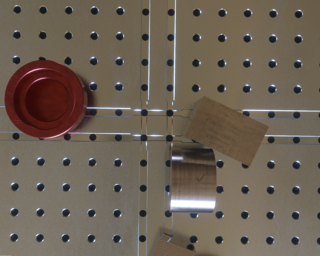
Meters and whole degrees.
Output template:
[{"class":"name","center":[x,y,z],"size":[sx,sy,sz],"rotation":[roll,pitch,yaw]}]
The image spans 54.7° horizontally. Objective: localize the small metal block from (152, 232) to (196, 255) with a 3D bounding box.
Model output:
[{"class":"small metal block","center":[0.014,0.175,0.413],"size":[0.050,0.025,0.050],"rotation":[21,90,0]}]

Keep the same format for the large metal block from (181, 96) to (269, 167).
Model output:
[{"class":"large metal block","center":[0.075,0.003,0.386],"size":[0.080,0.080,0.050],"rotation":[26,90,0]}]

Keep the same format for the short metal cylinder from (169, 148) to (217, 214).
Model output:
[{"class":"short metal cylinder","center":[0.038,0.065,0.386],"size":[0.050,0.080,0.080],"rotation":[2,90,0]}]

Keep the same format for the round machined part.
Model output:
[{"class":"round machined part","center":[-0.143,-0.036,0.404],"size":[0.099,0.042,0.097],"rotation":[0,90,0]}]
